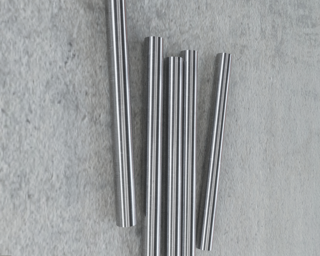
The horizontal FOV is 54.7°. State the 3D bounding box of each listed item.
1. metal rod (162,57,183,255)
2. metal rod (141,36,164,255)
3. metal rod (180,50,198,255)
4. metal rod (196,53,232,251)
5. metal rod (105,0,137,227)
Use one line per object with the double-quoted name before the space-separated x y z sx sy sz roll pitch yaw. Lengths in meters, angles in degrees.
"metal rod" 0.017 0.055 0.421 0.025 0.025 0.298 1 90 -40
"metal rod" -0.010 0.035 0.398 0.025 0.025 0.298 1 89 -40
"metal rod" 0.039 0.041 0.440 0.025 0.025 0.298 1 89 -40
"metal rod" 0.084 0.032 0.477 0.025 0.025 0.298 12 82 -40
"metal rod" -0.047 -0.034 0.366 0.025 0.025 0.298 -5 93 -40
